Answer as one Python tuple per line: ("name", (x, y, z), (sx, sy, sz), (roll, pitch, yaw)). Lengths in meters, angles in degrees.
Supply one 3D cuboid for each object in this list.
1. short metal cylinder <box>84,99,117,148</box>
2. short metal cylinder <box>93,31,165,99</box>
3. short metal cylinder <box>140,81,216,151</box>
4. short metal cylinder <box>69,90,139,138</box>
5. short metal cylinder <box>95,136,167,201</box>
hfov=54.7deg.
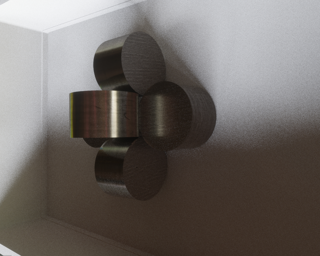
("short metal cylinder", (-0.073, -0.013, 0.449), (0.080, 0.050, 0.080), (0, 90, 40))
("short metal cylinder", (-0.038, -0.079, 0.400), (0.050, 0.081, 0.080), (-2, 89, 39))
("short metal cylinder", (0.020, -0.014, 0.372), (0.080, 0.050, 0.080), (0, 90, 40))
("short metal cylinder", (-0.065, -0.014, 0.365), (0.080, 0.081, 0.050), (-1, 89, 40))
("short metal cylinder", (-0.036, 0.050, 0.398), (0.050, 0.081, 0.080), (-2, 89, 39))
